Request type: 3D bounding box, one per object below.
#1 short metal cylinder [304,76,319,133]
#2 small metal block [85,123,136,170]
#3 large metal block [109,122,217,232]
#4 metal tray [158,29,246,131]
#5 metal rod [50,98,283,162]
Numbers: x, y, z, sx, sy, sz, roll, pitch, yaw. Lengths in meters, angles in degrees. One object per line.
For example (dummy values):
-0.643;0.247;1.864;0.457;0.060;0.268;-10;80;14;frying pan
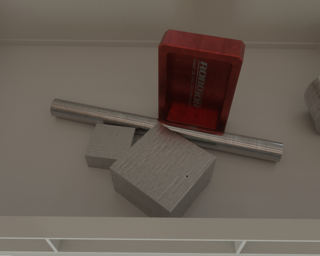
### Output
0.236;-0.031;0.399;0.081;0.080;0.050;0;50;0;short metal cylinder
-0.059;0.024;0.384;0.050;0.025;0.050;7;50;5;small metal block
0.004;0.052;0.345;0.080;0.050;0.080;32;57;23;large metal block
0.045;-0.051;0.380;0.090;0.129;0.030;12;51;9;metal tray
0.002;0.001;0.404;0.301;0.025;0.025;11;51;9;metal rod
